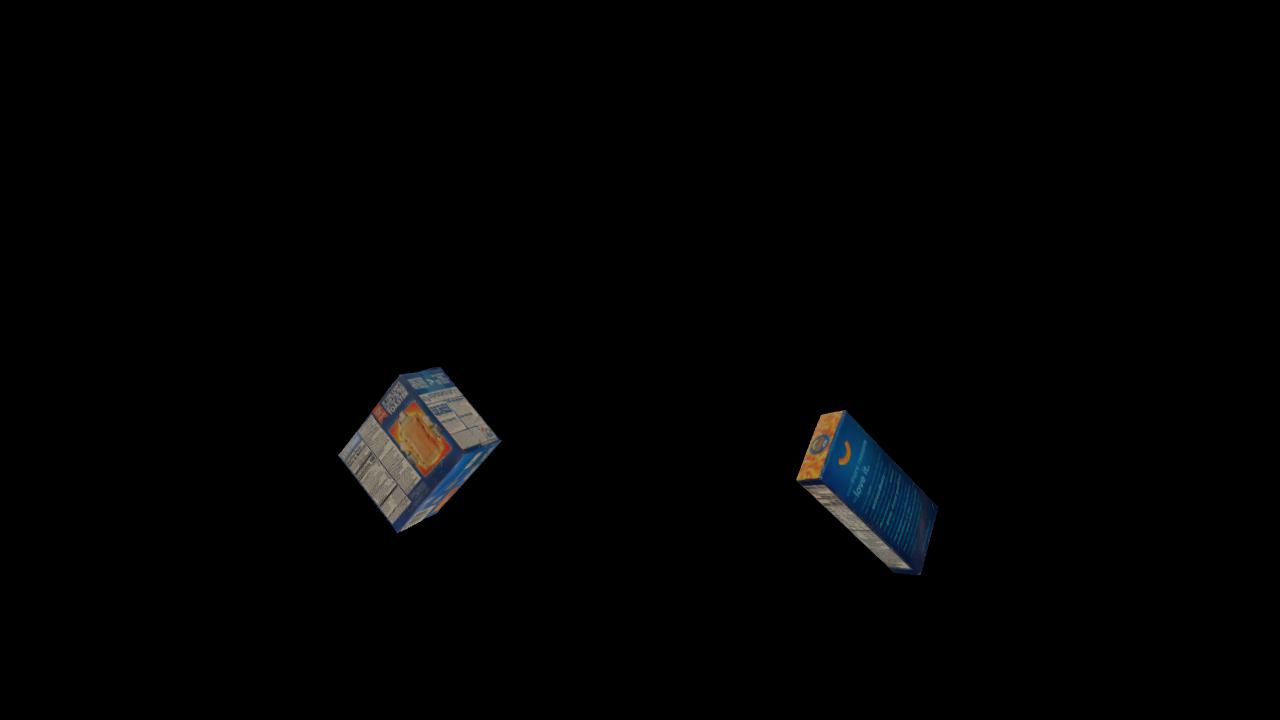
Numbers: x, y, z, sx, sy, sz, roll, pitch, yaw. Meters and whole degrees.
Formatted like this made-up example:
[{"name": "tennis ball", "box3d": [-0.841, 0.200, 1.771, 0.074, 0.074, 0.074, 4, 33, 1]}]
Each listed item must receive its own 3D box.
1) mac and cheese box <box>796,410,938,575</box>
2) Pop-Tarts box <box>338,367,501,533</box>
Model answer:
[{"name": "mac and cheese box", "box3d": [0.256, 0.149, 0.683, 0.184, 0.093, 0.041, 43, -31, -17]}, {"name": "Pop-Tarts box", "box3d": [-0.299, 0.120, 0.836, 0.167, 0.141, 0.083, -47, -11, 19]}]
